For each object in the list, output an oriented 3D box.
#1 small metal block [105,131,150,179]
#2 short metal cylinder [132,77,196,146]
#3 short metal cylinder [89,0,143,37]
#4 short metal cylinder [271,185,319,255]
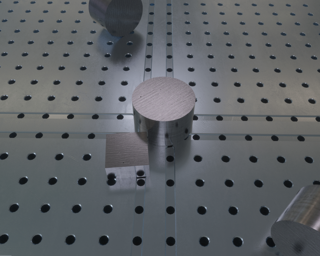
[{"bbox_3d":[-0.040,0.033,0.380,0.050,0.025,0.050,-4,50,-3],"label":"small metal block"},{"bbox_3d":[0.005,-0.023,0.411,0.081,0.050,0.080,0,50,0],"label":"short metal cylinder"},{"bbox_3d":[-0.078,-0.210,0.548,0.080,0.080,0.050,-33,58,-24],"label":"short metal cylinder"},{"bbox_3d":[0.154,0.100,0.289,0.080,0.080,0.050,36,59,26],"label":"short metal cylinder"}]
